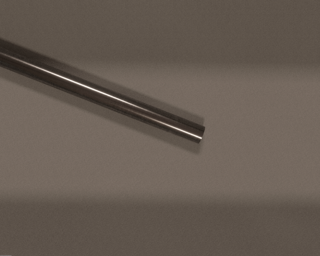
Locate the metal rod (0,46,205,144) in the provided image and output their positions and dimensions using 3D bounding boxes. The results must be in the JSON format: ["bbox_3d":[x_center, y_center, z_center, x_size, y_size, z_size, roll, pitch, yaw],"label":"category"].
[{"bbox_3d":[-0.085,-0.045,0.410,0.301,0.025,0.025,21,90,-1],"label":"metal rod"}]
